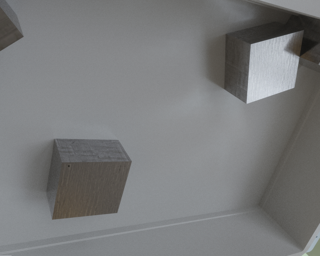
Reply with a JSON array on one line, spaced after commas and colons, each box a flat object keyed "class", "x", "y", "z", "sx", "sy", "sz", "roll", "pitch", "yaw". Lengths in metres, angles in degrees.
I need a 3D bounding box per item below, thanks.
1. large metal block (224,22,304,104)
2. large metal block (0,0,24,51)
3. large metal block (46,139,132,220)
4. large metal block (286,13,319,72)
[{"class": "large metal block", "x": 0.135, "y": -0.088, "z": 0.411, "sx": 0.081, "sy": 0.050, "sz": 0.079, "roll": -19, "pitch": 126, "yaw": -18}, {"class": "large metal block", "x": -0.153, "y": -0.098, "z": 0.229, "sx": 0.050, "sy": 0.080, "sz": 0.080, "roll": -35, "pitch": 129, "yaw": -5}, {"class": "large metal block", "x": -0.089, "y": 0.061, "z": 0.381, "sx": 0.081, "sy": 0.050, "sz": 0.079, "roll": 3, "pitch": 117, "yaw": -30}, {"class": "large metal block", "x": 0.220, "y": -0.109, "z": 0.425, "sx": 0.081, "sy": 0.080, "sz": 0.050, "roll": 16, "pitch": 110, "yaw": -35}]
